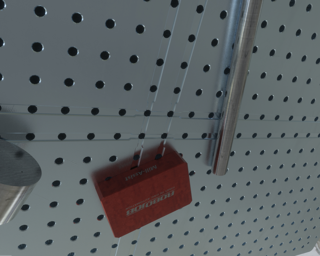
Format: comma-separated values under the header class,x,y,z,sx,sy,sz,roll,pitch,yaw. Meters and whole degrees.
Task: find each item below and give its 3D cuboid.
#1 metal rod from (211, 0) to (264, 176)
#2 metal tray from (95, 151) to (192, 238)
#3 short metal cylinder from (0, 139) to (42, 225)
class,x,y,z,sx,sy,sz,roll,pitch,yaw
metal rod,0.106,-0.058,0.432,0.025,0.025,0.298,-10,123,-23
metal tray,-0.019,0.098,0.458,0.131,0.030,0.089,-21,127,-16
short metal cylinder,-0.171,0.052,0.314,0.080,0.080,0.050,26,104,-37
